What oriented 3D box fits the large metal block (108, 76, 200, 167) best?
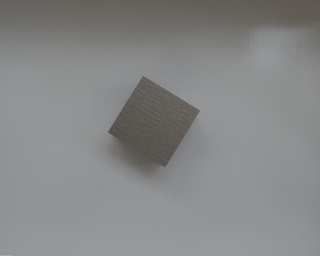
[{"bbox_3d":[-0.007,-0.008,0.395,0.080,0.050,0.080,32,89,-1],"label":"large metal block"}]
